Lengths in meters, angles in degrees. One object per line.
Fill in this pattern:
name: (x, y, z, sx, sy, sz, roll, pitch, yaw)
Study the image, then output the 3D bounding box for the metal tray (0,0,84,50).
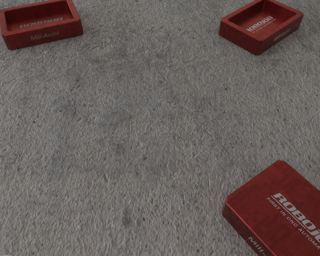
metal tray: (-0.214, -0.191, 0.558, 0.131, 0.030, 0.090, -17, 52, -14)

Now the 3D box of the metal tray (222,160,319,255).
metal tray: (0.140, 0.103, 0.314, 0.091, 0.030, 0.130, -29, 56, -22)

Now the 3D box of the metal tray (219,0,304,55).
metal tray: (0.182, -0.188, 0.558, 0.131, 0.030, 0.090, -35, 58, -26)
